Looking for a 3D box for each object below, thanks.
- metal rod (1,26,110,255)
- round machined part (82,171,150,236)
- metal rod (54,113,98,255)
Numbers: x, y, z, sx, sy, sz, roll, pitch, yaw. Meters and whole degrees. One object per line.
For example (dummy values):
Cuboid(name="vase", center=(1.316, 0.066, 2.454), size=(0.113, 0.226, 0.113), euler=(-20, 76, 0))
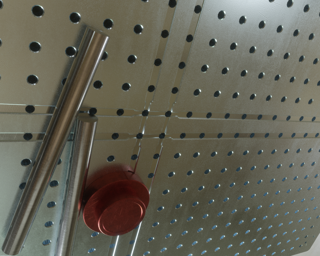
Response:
Cuboid(name="metal rod", center=(-0.128, 0.029, 0.359), size=(0.025, 0.025, 0.298), euler=(15, 111, -35))
Cuboid(name="round machined part", center=(-0.059, 0.113, 0.439), size=(0.099, 0.042, 0.097), euler=(-14, 125, -21))
Cuboid(name="metal rod", center=(-0.122, 0.119, 0.419), size=(0.025, 0.025, 0.298), euler=(1, 118, -30))
